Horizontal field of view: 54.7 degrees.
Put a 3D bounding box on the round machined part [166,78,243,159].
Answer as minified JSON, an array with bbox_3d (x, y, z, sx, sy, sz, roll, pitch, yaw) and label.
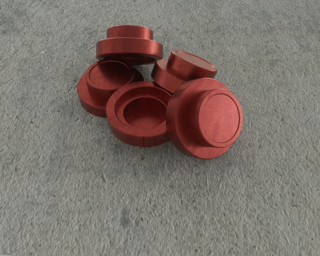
[{"bbox_3d":[0.059,-0.011,0.368,0.099,0.098,0.042,-36,18,-26],"label":"round machined part"}]

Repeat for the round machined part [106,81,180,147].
[{"bbox_3d":[-0.018,-0.014,0.405,0.099,0.042,0.098,0,50,0],"label":"round machined part"}]

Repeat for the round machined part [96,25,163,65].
[{"bbox_3d":[-0.044,-0.122,0.458,0.099,0.098,0.042,1,92,0],"label":"round machined part"}]

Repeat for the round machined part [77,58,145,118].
[{"bbox_3d":[-0.070,-0.063,0.448,0.099,0.042,0.098,0,50,0],"label":"round machined part"}]

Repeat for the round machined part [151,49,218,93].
[{"bbox_3d":[0.041,-0.076,0.430,0.099,0.042,0.098,19,25,-9],"label":"round machined part"}]
